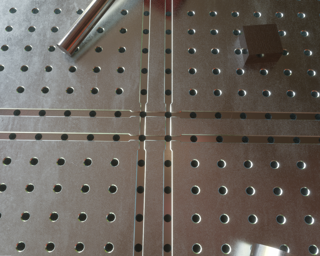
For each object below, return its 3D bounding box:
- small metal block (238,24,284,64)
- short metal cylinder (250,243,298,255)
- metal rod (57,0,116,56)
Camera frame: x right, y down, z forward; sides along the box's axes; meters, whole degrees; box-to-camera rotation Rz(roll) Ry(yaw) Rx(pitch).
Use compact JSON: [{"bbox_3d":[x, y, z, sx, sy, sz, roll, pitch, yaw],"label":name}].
[{"bbox_3d":[0.149,-0.125,0.459,0.050,0.025,0.050,-5,70,-2],"label":"small metal block"},{"bbox_3d":[0.132,0.161,0.325,0.080,0.080,0.050,19,71,6],"label":"short metal cylinder"},{"bbox_3d":[-0.056,-0.234,0.478,0.025,0.025,0.300,33,80,11],"label":"metal rod"}]
